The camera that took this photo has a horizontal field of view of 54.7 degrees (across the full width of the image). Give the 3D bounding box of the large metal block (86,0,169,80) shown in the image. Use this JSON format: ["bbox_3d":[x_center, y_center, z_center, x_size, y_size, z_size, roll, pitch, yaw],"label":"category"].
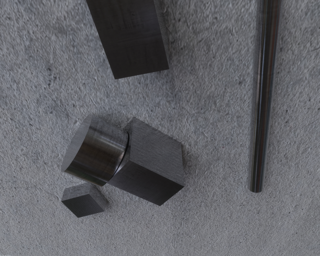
[{"bbox_3d":[-0.025,-0.103,0.283,0.050,0.080,0.080,-10,130,8],"label":"large metal block"}]

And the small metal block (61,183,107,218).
[{"bbox_3d":[-0.123,0.118,0.506,0.050,0.025,0.050,-17,128,14],"label":"small metal block"}]

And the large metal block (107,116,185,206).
[{"bbox_3d":[-0.017,0.044,0.408,0.080,0.080,0.050,29,124,-23],"label":"large metal block"}]

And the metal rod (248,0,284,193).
[{"bbox_3d":[0.128,-0.020,0.391,0.025,0.025,0.298,-7,130,5],"label":"metal rod"}]

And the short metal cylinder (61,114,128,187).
[{"bbox_3d":[-0.084,0.028,0.395,0.050,0.080,0.080,28,125,-22],"label":"short metal cylinder"}]
